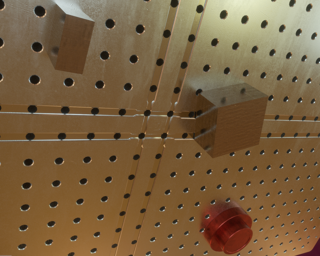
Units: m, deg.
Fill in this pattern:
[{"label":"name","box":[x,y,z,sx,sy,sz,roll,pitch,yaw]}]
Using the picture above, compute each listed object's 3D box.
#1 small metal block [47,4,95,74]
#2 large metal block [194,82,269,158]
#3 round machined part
[{"label":"small metal block","box":[-0.086,-0.085,0.295,0.025,0.050,0.050,6,116,-31]},{"label":"large metal block","box":[0.099,-0.012,0.441,0.081,0.050,0.079,-14,124,-21]},{"label":"round machined part","box":[0.141,0.207,0.605,0.099,0.042,0.097,-14,124,-21]}]
